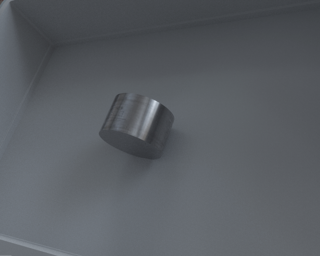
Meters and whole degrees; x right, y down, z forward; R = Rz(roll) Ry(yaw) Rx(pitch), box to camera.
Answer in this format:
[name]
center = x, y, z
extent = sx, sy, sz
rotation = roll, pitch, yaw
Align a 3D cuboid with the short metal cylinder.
[short metal cylinder]
center = -0.028, -0.001, 0.384
extent = 0.080, 0.080, 0.050
rotation = 7, 65, 31
